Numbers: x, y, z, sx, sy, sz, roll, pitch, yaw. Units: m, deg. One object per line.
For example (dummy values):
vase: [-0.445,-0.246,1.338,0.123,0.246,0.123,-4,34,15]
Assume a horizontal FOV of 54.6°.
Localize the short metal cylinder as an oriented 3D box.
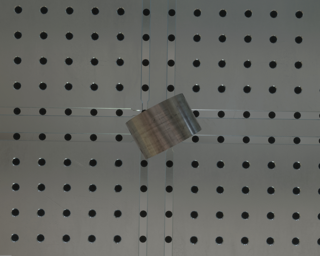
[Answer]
short metal cylinder: [0.005,-0.002,0.385,0.080,0.080,0.050,-28,89,0]
